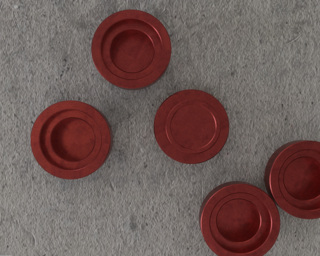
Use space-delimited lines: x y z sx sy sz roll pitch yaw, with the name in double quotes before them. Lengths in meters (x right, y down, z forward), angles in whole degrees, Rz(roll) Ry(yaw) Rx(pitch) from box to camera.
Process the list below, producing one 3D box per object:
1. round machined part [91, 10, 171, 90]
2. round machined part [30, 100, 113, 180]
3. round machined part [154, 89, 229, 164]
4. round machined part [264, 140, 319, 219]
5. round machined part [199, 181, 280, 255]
"round machined part" -0.035 -0.097 0.401 0.099 0.042 0.097 0 90 0
"round machined part" -0.110 0.015 0.400 0.099 0.042 0.097 0 90 0
"round machined part" 0.041 -0.002 0.402 0.099 0.042 0.097 0 90 0
"round machined part" 0.185 0.064 0.403 0.099 0.042 0.097 0 90 0
"round machined part" 0.099 0.117 0.402 0.099 0.042 0.097 0 90 0
